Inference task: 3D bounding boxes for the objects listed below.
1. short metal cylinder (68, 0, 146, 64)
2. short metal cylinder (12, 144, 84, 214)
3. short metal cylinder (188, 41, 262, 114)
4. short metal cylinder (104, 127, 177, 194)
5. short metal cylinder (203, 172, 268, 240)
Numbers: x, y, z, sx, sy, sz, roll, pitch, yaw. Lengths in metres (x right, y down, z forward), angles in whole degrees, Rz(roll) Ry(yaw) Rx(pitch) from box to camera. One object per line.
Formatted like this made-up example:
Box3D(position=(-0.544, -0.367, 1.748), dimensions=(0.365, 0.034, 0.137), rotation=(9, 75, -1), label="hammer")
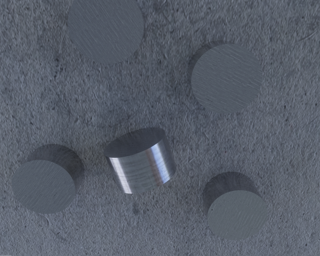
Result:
Box3D(position=(-0.057, -0.117, 0.353), dimensions=(0.081, 0.050, 0.079), rotation=(0, 110, 0), label="short metal cylinder")
Box3D(position=(-0.149, 0.068, 0.420), dimensions=(0.081, 0.050, 0.079), rotation=(0, 110, 0), label="short metal cylinder")
Box3D(position=(0.076, -0.063, 0.374), dimensions=(0.081, 0.050, 0.079), rotation=(0, 110, 0), label="short metal cylinder")
Box3D(position=(-0.025, 0.039, 0.394), dimensions=(0.080, 0.080, 0.050), rotation=(-16, 109, 6), label="short metal cylinder")
Box3D(position=(0.104, 0.109, 0.437), dimensions=(0.081, 0.050, 0.079), rotation=(0, 110, 0), label="short metal cylinder")
